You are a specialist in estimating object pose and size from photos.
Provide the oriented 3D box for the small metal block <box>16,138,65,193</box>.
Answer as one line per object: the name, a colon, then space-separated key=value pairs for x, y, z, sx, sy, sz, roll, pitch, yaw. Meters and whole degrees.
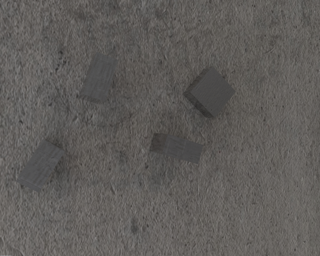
small metal block: x=-0.133 y=0.040 z=0.347 sx=0.025 sy=0.050 sz=0.050 roll=34 pitch=79 yaw=-17

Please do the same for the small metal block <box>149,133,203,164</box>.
small metal block: x=0.020 y=0.026 z=0.403 sx=0.050 sy=0.050 sz=0.025 roll=18 pitch=84 yaw=-19

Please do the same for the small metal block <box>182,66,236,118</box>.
small metal block: x=0.069 y=-0.049 z=0.434 sx=0.050 sy=0.025 sz=0.050 roll=44 pitch=76 yaw=-15

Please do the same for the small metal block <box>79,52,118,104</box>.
small metal block: x=-0.074 y=-0.057 z=0.368 sx=0.025 sy=0.050 sz=0.050 roll=18 pitch=84 yaw=-19
